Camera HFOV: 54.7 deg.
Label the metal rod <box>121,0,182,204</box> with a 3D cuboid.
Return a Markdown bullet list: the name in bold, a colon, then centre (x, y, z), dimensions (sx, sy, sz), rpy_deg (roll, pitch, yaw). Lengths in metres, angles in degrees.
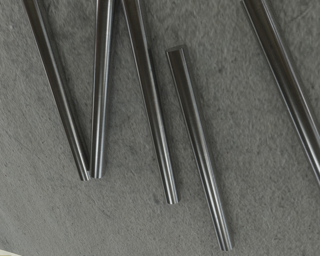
- **metal rod**: centre (-0.007, -0.026, 0.392), dimensions (0.025, 0.025, 0.298), rpy_deg (3, 120, 26)

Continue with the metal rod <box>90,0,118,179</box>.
- **metal rod**: centre (-0.078, -0.046, 0.417), dimensions (0.025, 0.025, 0.298), rpy_deg (22, 127, 15)

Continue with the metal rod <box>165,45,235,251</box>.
- **metal rod**: centre (0.058, 0.043, 0.401), dimensions (0.025, 0.025, 0.298), rpy_deg (-3, 117, 29)

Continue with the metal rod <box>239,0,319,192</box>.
- **metal rod**: centre (0.156, 0.003, 0.326), dimensions (0.025, 0.025, 0.299), rpy_deg (-18, 109, 35)

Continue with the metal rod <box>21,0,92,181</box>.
- **metal rod**: centre (-0.143, -0.049, 0.449), dimensions (0.025, 0.025, 0.298), rpy_deg (5, 121, 25)
